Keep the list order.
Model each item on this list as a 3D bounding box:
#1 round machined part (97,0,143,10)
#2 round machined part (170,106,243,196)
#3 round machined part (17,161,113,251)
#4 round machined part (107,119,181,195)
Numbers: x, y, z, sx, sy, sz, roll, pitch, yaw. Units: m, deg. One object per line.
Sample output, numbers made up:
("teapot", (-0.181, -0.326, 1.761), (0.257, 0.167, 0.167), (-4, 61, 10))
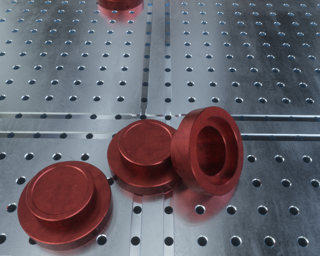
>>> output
("round machined part", (-0.084, -0.286, 0.636), (0.099, 0.042, 0.098), (0, 50, 0))
("round machined part", (0.050, 0.027, 0.352), (0.042, 0.098, 0.098), (-8, 36, 46))
("round machined part", (-0.102, 0.075, 0.332), (0.099, 0.042, 0.098), (0, 50, 0))
("round machined part", (-0.014, 0.027, 0.373), (0.099, 0.042, 0.098), (0, 50, 0))
